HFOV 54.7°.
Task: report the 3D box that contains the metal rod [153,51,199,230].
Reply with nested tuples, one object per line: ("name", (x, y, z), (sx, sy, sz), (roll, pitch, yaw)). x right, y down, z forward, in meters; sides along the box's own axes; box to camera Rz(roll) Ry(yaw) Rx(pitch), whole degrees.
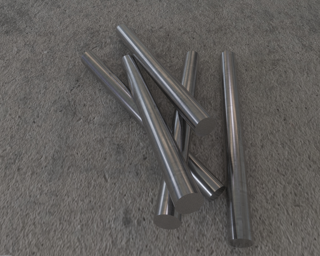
("metal rod", (0.029, -0.014, 0.388), (0.025, 0.025, 0.300), (7, 42, 6))

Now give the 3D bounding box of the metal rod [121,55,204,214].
("metal rod", (-0.013, -0.021, 0.373), (0.025, 0.025, 0.300), (-11, 36, -10))

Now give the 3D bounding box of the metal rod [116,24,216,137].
("metal rod", (-0.009, -0.086, 0.438), (0.025, 0.025, 0.300), (-18, 41, -15))

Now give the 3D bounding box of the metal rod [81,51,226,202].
("metal rod", (-0.026, -0.020, 0.419), (0.025, 0.025, 0.300), (-29, 56, -22))

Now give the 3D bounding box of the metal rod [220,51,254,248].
("metal rod", (0.094, 0.000, 0.403), (0.025, 0.025, 0.300), (4, 50, 3))
